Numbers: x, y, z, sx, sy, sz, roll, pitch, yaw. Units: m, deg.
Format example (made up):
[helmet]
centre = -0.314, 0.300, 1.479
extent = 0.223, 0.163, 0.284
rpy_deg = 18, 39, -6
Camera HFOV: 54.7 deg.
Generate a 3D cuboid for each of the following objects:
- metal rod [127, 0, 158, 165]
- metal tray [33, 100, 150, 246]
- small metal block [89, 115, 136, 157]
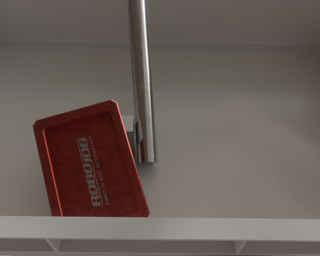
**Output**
[metal rod]
centre = -0.026, -0.102, 0.408
extent = 0.025, 0.025, 0.299
rpy_deg = -4, 76, -4
[metal tray]
centre = -0.071, 0.044, 0.325
extent = 0.091, 0.030, 0.129
rpy_deg = -16, 76, -6
[small metal block]
centre = -0.056, 0.011, 0.379
extent = 0.050, 0.050, 0.025
rpy_deg = -1, 50, -1
